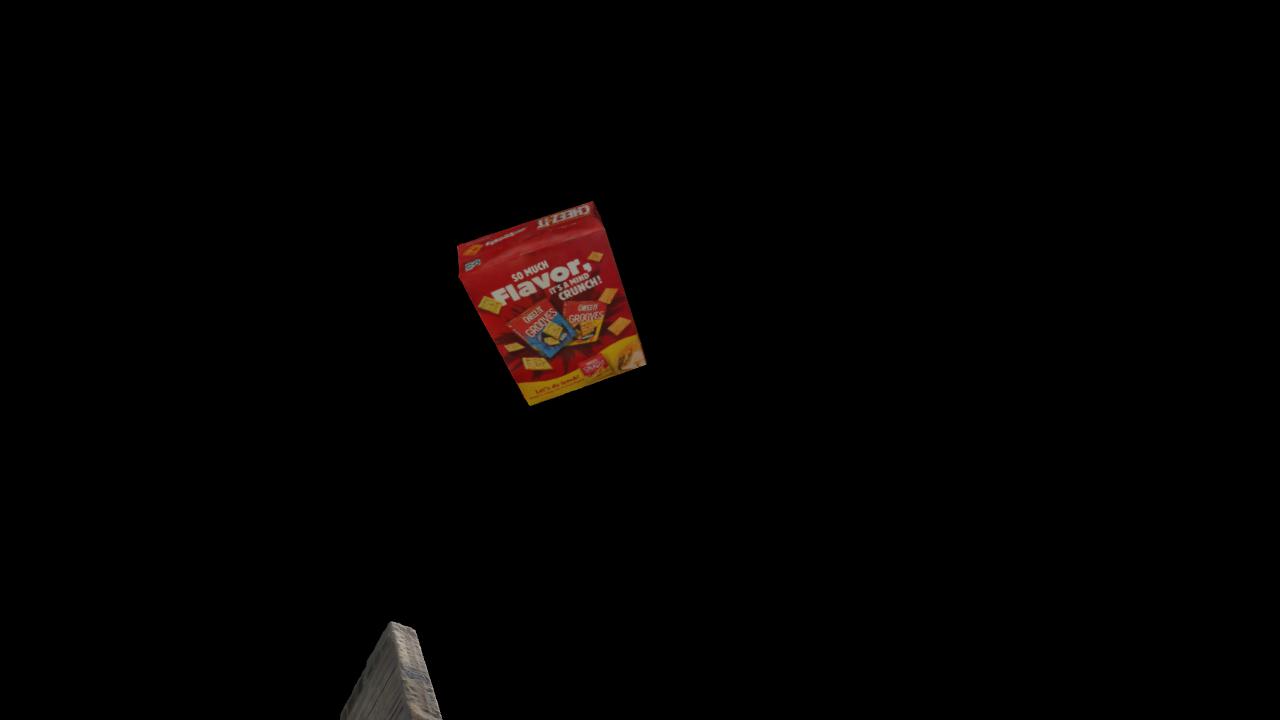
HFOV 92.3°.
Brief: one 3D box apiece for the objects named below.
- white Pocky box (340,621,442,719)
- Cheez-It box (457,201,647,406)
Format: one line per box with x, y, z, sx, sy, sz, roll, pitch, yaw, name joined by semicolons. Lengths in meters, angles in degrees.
-0.179;0.256;0.433;0.028;0.084;0.154;32;-12;-24;white Pocky box
-0.098;-0.060;0.739;0.166;0.071;0.223;-19;-45;-1;Cheez-It box
